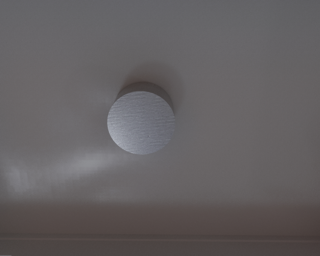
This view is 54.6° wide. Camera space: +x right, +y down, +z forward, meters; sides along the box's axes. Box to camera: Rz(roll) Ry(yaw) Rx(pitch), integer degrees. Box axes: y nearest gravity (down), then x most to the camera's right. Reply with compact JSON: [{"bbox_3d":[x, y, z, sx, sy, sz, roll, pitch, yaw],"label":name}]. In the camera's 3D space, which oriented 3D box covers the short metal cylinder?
[{"bbox_3d":[-0.022,-0.013,0.390,0.080,0.050,0.079,0,110,0],"label":"short metal cylinder"}]
